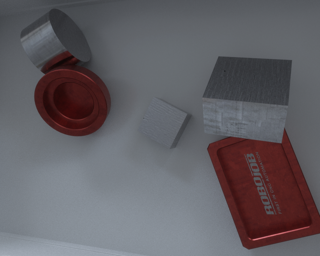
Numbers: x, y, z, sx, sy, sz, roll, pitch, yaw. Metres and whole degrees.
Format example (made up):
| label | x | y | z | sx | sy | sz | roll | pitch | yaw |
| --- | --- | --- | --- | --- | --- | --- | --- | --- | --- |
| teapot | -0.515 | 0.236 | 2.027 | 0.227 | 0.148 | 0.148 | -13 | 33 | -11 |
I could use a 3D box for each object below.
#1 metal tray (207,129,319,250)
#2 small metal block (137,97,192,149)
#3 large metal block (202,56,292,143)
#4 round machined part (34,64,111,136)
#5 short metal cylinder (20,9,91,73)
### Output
| label | x | y | z | sx | sy | sz | roll | pitch | yaw |
| --- | --- | --- | --- | --- | --- | --- | --- | --- | --- |
| metal tray | 0.121 | 0.066 | 0.364 | 0.090 | 0.030 | 0.129 | -21 | 83 | 18 |
| small metal block | 0.006 | -0.007 | 0.408 | 0.050 | 0.025 | 0.050 | 29 | 99 | 17 |
| large metal block | 0.097 | -0.034 | 0.340 | 0.080 | 0.080 | 0.050 | 8 | 135 | 19 |
| round machined part | -0.116 | -0.041 | 0.426 | 0.099 | 0.042 | 0.097 | 3 | 119 | 5 |
| short metal cylinder | -0.142 | -0.116 | 0.430 | 0.050 | 0.080 | 0.080 | -26 | 82 | 18 |
